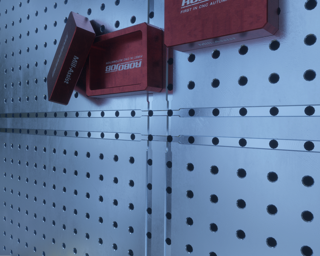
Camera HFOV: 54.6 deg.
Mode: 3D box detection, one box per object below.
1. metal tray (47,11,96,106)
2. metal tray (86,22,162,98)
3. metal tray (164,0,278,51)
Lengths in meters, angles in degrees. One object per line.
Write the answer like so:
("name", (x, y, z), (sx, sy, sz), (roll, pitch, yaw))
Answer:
("metal tray", (-0.149, -0.114, 0.508), (0.129, 0.030, 0.090), (-60, 33, 24))
("metal tray", (-0.056, -0.094, 0.453), (0.130, 0.030, 0.090), (0, 90, 40))
("metal tray", (0.064, -0.143, 0.354), (0.130, 0.030, 0.090), (1, 90, 40))
